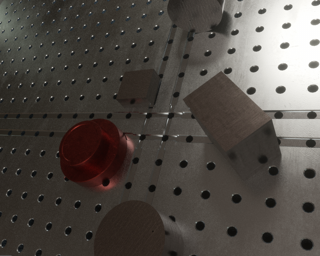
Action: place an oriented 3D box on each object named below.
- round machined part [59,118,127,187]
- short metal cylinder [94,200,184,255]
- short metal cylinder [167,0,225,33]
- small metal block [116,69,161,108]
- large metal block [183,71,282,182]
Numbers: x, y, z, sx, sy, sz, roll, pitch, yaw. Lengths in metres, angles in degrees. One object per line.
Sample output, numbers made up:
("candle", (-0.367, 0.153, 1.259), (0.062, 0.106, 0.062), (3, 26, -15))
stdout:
("round machined part", (-0.100, 0.028, 0.430), (0.098, 0.042, 0.098), (-13, 56, 20))
("short metal cylinder", (-0.021, 0.123, 0.327), (0.080, 0.050, 0.080), (-13, 56, 20))
("short metal cylinder", (0.055, -0.189, 0.459), (0.080, 0.080, 0.050), (0, 62, 28))
("small metal block", (-0.031, -0.058, 0.459), (0.050, 0.025, 0.050), (-1, 61, 27))
("large metal block", (0.078, 0.000, 0.332), (0.050, 0.080, 0.080), (-37, 51, 4))
